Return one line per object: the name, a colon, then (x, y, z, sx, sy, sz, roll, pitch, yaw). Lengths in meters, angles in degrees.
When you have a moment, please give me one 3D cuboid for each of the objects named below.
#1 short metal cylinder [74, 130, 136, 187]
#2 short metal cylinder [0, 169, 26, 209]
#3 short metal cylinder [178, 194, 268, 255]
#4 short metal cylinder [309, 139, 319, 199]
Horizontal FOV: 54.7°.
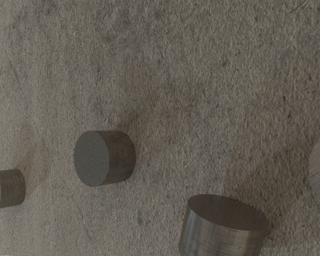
short metal cylinder: (-0.082, 0.043, 0.457, 0.080, 0.050, 0.080, 0, 90, 40)
short metal cylinder: (-0.332, 0.130, 0.663, 0.080, 0.050, 0.080, 0, 90, 40)
short metal cylinder: (0.063, 0.107, 0.317, 0.080, 0.081, 0.050, 18, 102, 38)
short metal cylinder: (0.169, 0.033, 0.249, 0.080, 0.050, 0.080, 0, 90, 40)
